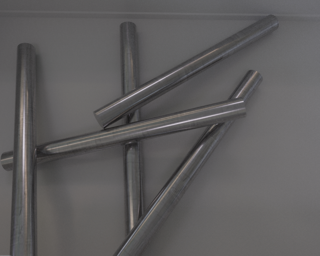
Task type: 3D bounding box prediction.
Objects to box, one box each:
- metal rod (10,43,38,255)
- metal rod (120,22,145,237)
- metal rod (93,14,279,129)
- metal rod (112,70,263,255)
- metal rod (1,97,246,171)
[{"bbox_3d":[-0.163,0.010,0.374,0.025,0.025,0.299,-12,59,-4],"label":"metal rod"},{"bbox_3d":[-0.038,-0.011,0.413,0.025,0.025,0.299,-4,70,-1],"label":"metal rod"},{"bbox_3d":[0.047,-0.085,0.424,0.302,0.025,0.025,-31,73,-17],"label":"metal rod"},{"bbox_3d":[0.046,0.036,0.381,0.025,0.025,0.301,34,68,11],"label":"metal rod"},{"bbox_3d":[-0.048,0.009,0.379,0.301,0.025,0.025,-13,70,5],"label":"metal rod"}]
